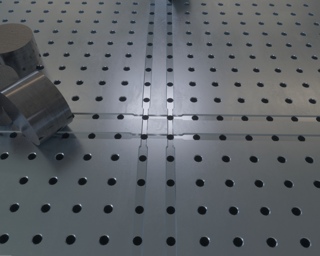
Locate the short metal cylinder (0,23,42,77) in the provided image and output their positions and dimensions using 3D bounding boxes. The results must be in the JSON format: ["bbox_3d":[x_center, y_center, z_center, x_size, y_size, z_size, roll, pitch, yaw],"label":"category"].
[{"bbox_3d":[-0.236,-0.122,0.492,0.081,0.050,0.080,0,50,0],"label":"short metal cylinder"}]

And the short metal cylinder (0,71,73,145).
[{"bbox_3d":[-0.157,-0.025,0.392,0.080,0.080,0.050,34,58,25],"label":"short metal cylinder"}]

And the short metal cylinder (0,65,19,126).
[{"bbox_3d":[-0.227,-0.044,0.407,0.050,0.080,0.080,5,50,4],"label":"short metal cylinder"}]
